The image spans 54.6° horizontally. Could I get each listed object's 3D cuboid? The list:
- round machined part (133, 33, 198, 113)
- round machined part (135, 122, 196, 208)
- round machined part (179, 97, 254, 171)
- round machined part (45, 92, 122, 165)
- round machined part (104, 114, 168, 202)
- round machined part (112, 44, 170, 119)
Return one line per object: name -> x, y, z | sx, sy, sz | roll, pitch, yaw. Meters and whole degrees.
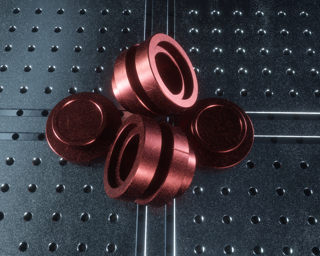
round machined part -> 0.003, -0.064, 0.390 | 0.042, 0.099, 0.098 | -21, 65, 35
round machined part -> 0.005, 0.046, 0.366 | 0.042, 0.098, 0.098 | 21, 68, -26
round machined part -> 0.073, 0.004, 0.402 | 0.099, 0.042, 0.098 | 0, 70, 0
round machined part -> -0.100, -0.004, 0.403 | 0.099, 0.042, 0.098 | 0, 70, 0
round machined part -> -0.024, 0.036, 0.355 | 0.042, 0.098, 0.098 | 21, 68, -27
round machined part -> -0.024, -0.056, 0.405 | 0.042, 0.099, 0.098 | -21, 65, 35
